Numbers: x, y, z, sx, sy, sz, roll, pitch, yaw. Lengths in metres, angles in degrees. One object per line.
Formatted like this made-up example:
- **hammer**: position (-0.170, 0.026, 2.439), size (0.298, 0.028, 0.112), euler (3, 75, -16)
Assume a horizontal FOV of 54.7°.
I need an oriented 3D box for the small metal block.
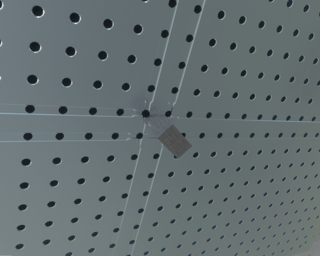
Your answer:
- **small metal block**: position (0.009, 0.006, 0.405), size (0.025, 0.050, 0.050), euler (-43, 130, 1)
